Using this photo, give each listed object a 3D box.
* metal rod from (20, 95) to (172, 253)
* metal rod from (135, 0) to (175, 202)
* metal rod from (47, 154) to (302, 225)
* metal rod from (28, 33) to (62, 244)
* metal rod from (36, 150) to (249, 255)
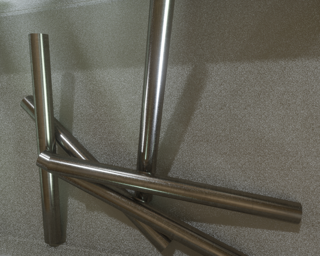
[{"bbox_3d":[-0.098,0.056,0.443,0.300,0.025,0.025,42,103,14],"label":"metal rod"},{"bbox_3d":[-0.007,-0.040,0.355,0.025,0.025,0.298,16,117,19],"label":"metal rod"},{"bbox_3d":[0.012,0.071,0.373,0.302,0.025,0.025,10,94,7],"label":"metal rod"},{"bbox_3d":[-0.161,0.022,0.440,0.025,0.025,0.298,3,101,19],"label":"metal rod"},{"bbox_3d":[-0.025,0.105,0.396,0.301,0.025,0.025,26,99,9],"label":"metal rod"}]
